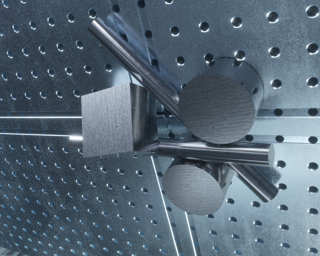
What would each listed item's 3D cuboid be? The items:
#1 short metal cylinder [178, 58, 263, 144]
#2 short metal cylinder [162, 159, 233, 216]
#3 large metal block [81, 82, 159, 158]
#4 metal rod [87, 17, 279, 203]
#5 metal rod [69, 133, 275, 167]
[{"bbox_3d":[0.067,-0.030,0.337,0.080,0.050,0.079,13,124,21],"label":"short metal cylinder"},{"bbox_3d":[0.050,0.067,0.405,0.080,0.050,0.079,13,124,21],"label":"short metal cylinder"},{"bbox_3d":[-0.051,-0.005,0.391,0.080,0.050,0.080,-10,79,33],"label":"large metal block"},{"bbox_3d":[0.030,-0.020,0.379,0.300,0.025,0.025,44,129,-3],"label":"metal rod"},{"bbox_3d":[-0.009,0.024,0.404,0.300,0.025,0.025,2,120,34],"label":"metal rod"}]
